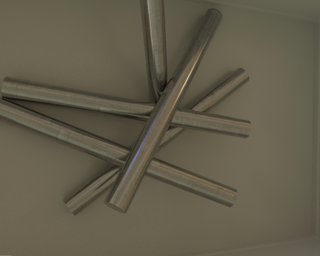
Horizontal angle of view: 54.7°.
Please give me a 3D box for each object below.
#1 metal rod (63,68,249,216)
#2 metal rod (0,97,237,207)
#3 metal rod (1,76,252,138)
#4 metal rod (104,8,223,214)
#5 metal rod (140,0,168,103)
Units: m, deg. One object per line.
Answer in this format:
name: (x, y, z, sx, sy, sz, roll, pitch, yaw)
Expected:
metal rod: (0.007, 0.009, 0.414, 0.301, 0.025, 0.025, -37, 102, -17)
metal rod: (-0.045, 0.033, 0.369, 0.302, 0.025, 0.025, 22, 83, -10)
metal rod: (-0.029, -0.022, 0.382, 0.302, 0.025, 0.025, 9, 87, -13)
metal rod: (0.016, -0.041, 0.374, 0.025, 0.025, 0.300, 36, 62, -17)
metal rod: (-0.009, -0.138, 0.316, 0.025, 0.025, 0.298, -22, 135, -19)
